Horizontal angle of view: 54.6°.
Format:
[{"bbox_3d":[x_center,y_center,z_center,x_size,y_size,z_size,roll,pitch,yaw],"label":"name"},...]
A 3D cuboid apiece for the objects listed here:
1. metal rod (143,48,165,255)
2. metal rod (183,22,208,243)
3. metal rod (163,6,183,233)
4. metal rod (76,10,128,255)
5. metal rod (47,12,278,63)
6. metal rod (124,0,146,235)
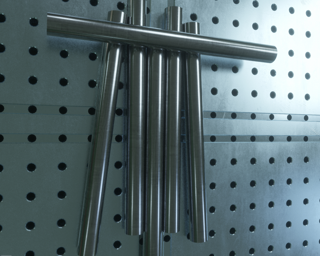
[{"bbox_3d":[-0.008,0.041,0.409,0.025,0.025,0.298,1,90,-20],"label":"metal rod"},{"bbox_3d":[0.048,0.006,0.430,0.025,0.025,0.298,-2,91,-20],"label":"metal rod"},{"bbox_3d":[0.016,-0.011,0.420,0.025,0.025,0.298,1,90,-20],"label":"metal rod"},{"bbox_3d":[-0.071,0.005,0.385,0.025,0.025,0.299,8,87,-20],"label":"metal rod"},{"bbox_3d":[0.018,-0.110,0.392,0.302,0.025,0.025,2,90,-20],"label":"metal rod"},{"bbox_3d":[-0.032,-0.015,0.401,0.025,0.025,0.298,1,90,-20],"label":"metal rod"}]
